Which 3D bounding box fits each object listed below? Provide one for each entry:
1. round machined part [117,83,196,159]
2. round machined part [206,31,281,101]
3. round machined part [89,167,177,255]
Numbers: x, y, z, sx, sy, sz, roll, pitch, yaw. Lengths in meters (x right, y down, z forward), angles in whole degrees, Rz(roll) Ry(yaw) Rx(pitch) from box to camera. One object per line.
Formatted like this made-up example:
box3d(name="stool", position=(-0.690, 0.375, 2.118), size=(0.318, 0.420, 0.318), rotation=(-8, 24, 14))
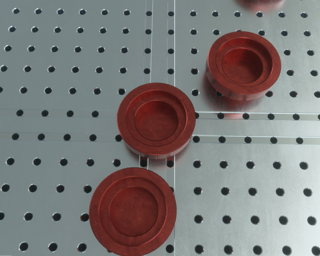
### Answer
box3d(name="round machined part", position=(-0.004, -0.006, 0.405), size=(0.099, 0.042, 0.098), rotation=(0, 70, 0))
box3d(name="round machined part", position=(0.113, -0.082, 0.433), size=(0.099, 0.042, 0.098), rotation=(0, 70, 0))
box3d(name="round machined part", position=(-0.030, 0.099, 0.367), size=(0.099, 0.042, 0.098), rotation=(0, 70, 0))
